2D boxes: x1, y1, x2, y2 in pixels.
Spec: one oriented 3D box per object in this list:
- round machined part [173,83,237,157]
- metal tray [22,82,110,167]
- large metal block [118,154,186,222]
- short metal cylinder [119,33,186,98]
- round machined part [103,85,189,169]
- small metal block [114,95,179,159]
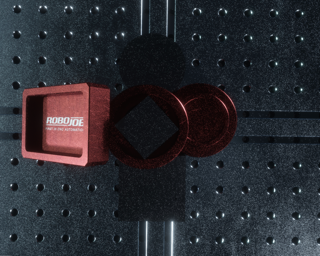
[{"bbox_3d":[0.052,-0.010,0.404,0.099,0.042,0.097,0,90,0],"label":"round machined part"},{"bbox_3d":[-0.117,-0.005,0.374,0.130,0.030,0.089,1,90,37],"label":"metal tray"},{"bbox_3d":[-0.009,0.073,0.398,0.081,0.050,0.080,1,90,0],"label":"large metal block"},{"bbox_3d":[-0.009,-0.075,0.400,0.081,0.050,0.080,0,90,0],"label":"short metal cylinder"},{"bbox_3d":[-0.016,-0.001,0.376,0.099,0.042,0.097,0,90,0],"label":"round machined part"},{"bbox_3d":[-0.015,-0.001,0.351,0.050,0.025,0.050,-42,90,0],"label":"small metal block"}]
